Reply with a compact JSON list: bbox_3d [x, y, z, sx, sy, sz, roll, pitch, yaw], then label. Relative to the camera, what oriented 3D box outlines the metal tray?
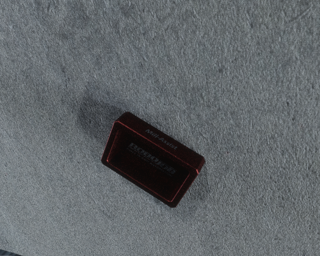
[{"bbox_3d":[-0.013,0.046,0.439,0.130,0.030,0.089,31,128,7],"label":"metal tray"}]
